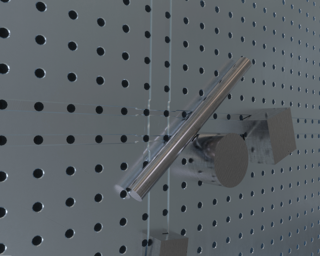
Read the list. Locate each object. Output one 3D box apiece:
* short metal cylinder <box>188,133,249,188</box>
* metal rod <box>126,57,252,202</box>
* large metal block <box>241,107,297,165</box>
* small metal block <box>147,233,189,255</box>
[{"bbox_3d":[0.089,0.047,0.468,0.081,0.050,0.079,0,90,-40],"label":"short metal cylinder"},{"bbox_3d":[0.056,-0.014,0.456,0.301,0.025,0.025,-47,119,-29],"label":"metal rod"},{"bbox_3d":[0.198,0.013,0.560,0.081,0.050,0.080,-23,105,-38],"label":"large metal block"},{"bbox_3d":[0.009,0.172,0.418,0.050,0.025,0.050,11,83,-40],"label":"small metal block"}]
